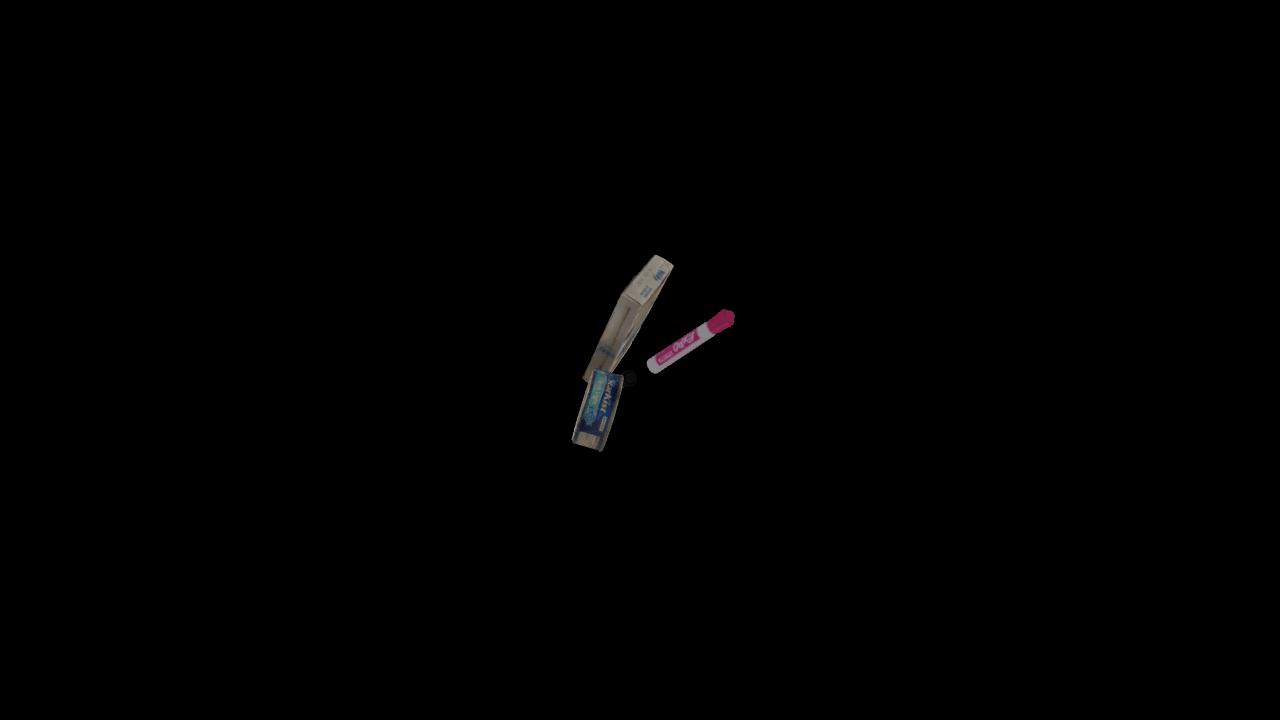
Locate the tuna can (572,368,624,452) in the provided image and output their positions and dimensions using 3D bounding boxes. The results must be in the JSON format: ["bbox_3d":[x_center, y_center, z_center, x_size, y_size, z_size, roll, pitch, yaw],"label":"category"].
[{"bbox_3d":[-0.045,0.052,0.649,0.034,0.084,0.084,17,-2,-6],"label":"tuna can"}]

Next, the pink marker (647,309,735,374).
[{"bbox_3d":[0.053,-0.019,0.649,0.020,0.020,0.121,0,-26,-46],"label":"pink marker"}]

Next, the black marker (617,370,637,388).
[{"bbox_3d":[-0.035,0.029,0.747,0.020,0.020,0.121,0,-9,-25],"label":"black marker"}]

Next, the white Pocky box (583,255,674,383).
[{"bbox_3d":[-0.016,-0.040,0.687,0.028,0.084,0.154,32,-42,2],"label":"white Pocky box"}]
